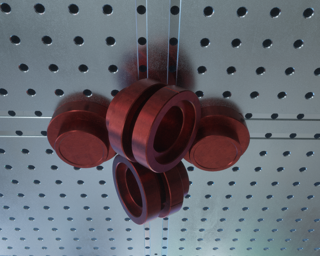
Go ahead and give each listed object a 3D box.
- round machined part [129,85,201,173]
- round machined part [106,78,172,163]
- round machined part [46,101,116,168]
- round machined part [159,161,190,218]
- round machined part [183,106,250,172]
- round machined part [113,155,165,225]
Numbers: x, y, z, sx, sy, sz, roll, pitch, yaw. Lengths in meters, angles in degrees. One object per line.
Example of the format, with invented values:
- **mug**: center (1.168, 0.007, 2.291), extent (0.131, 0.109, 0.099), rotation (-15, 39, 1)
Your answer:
- **round machined part**: center (0.002, -0.002, 0.353), extent (0.042, 0.099, 0.098), rotation (25, 140, 33)
- **round machined part**: center (-0.025, -0.012, 0.368), extent (0.042, 0.099, 0.098), rotation (25, 140, 33)
- **round machined part**: center (-0.101, 0.016, 0.412), extent (0.099, 0.042, 0.097), rotation (0, 130, 0)
- **round machined part**: center (0.005, 0.072, 0.437), extent (0.042, 0.098, 0.097), rotation (-15, 137, -30)
- **round machined part**: center (0.072, 0.021, 0.419), extent (0.099, 0.042, 0.097), rotation (0, 130, 0)
- **round machined part**: center (-0.025, 0.077, 0.423), extent (0.042, 0.098, 0.097), rotation (-16, 137, -30)
